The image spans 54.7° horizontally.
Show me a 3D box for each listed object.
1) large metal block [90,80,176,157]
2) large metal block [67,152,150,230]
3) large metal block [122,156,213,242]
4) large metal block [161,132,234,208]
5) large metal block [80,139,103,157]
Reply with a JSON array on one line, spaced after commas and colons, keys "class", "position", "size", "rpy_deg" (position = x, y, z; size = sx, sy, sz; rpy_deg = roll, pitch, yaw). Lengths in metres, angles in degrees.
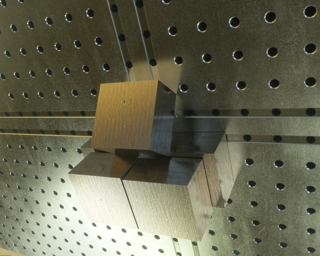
[{"class": "large metal block", "position": [-0.031, -0.010, 0.377], "size": [0.080, 0.050, 0.080], "rpy_deg": [0, 77, 27]}, {"class": "large metal block", "position": [-0.061, 0.080, 0.407], "size": [0.080, 0.050, 0.080], "rpy_deg": [0, 119, 28]}, {"class": "large metal block", "position": [0.012, 0.082, 0.371], "size": [0.080, 0.050, 0.080], "rpy_deg": [0, 119, 28]}, {"class": "large metal block", "position": [0.045, 0.052, 0.402], "size": [0.080, 0.050, 0.080], "rpy_deg": [-1, 118, 28]}, {"class": "large metal block", "position": [-0.058, 0.051, 0.456], "size": [0.080, 0.050, 0.079], "rpy_deg": [2, 119, 27]}]
